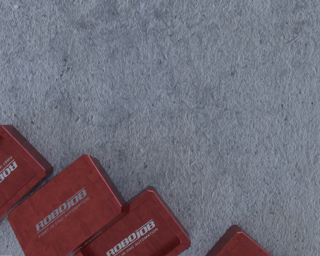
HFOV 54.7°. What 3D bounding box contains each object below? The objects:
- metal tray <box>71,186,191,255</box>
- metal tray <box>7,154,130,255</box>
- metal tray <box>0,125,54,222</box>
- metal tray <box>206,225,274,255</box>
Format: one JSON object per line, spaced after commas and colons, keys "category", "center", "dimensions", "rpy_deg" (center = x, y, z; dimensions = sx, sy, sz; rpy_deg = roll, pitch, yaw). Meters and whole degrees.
{"category": "metal tray", "center": [-0.037, 0.150, 0.407], "dimensions": [0.130, 0.030, 0.090], "rpy_deg": [-37, 90, 0]}
{"category": "metal tray", "center": [-0.116, 0.107, 0.390], "dimensions": [0.130, 0.030, 0.090], "rpy_deg": [-38, 68, 0]}
{"category": "metal tray", "center": [-0.220, 0.069, 0.405], "dimensions": [0.130, 0.030, 0.090], "rpy_deg": [-44, 90, 0]}
{"category": "metal tray", "center": [0.121, 0.205, 0.408], "dimensions": [0.130, 0.030, 0.090], "rpy_deg": [40, 90, 0]}
